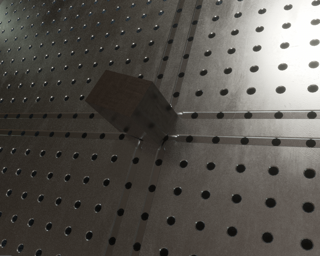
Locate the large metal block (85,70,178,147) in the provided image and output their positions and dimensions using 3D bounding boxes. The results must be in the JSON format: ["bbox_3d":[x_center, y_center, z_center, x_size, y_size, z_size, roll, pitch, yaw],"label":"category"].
[{"bbox_3d":[-0.035,-0.026,0.406,0.080,0.080,0.050,20,72,35],"label":"large metal block"}]
